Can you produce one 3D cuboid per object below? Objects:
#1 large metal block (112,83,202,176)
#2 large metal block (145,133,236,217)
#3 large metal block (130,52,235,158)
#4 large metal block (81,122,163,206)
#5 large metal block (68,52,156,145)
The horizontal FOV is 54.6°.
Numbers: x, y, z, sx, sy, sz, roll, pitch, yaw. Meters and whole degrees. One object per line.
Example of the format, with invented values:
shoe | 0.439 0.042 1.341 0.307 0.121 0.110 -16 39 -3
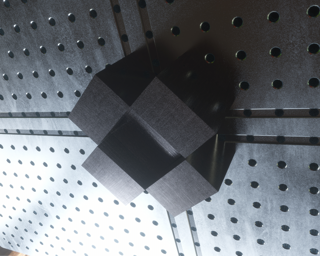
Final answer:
large metal block | -0.001 0.002 0.396 0.080 0.050 0.080 45 131 -1
large metal block | 0.039 0.053 0.390 0.050 0.080 0.080 45 129 -3
large metal block | 0.028 -0.028 0.344 0.080 0.080 0.050 43 129 -2
large metal block | -0.045 0.044 0.427 0.080 0.080 0.050 43 129 -2
large metal block | -0.055 -0.037 0.383 0.050 0.080 0.080 44 129 -2
